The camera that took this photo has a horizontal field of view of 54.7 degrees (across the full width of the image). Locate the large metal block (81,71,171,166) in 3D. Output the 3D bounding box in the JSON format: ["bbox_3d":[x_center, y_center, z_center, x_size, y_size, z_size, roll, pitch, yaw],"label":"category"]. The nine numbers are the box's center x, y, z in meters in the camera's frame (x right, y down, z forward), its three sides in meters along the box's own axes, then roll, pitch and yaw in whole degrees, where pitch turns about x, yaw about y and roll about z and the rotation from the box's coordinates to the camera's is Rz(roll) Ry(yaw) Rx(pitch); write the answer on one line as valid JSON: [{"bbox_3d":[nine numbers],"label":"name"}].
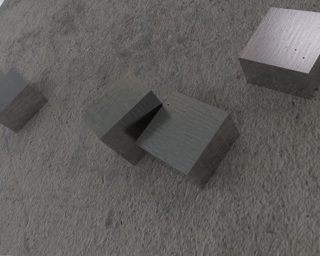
[{"bbox_3d":[-0.036,-0.010,0.394,0.080,0.080,0.050,-44,51,-2],"label":"large metal block"}]

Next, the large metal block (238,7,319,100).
[{"bbox_3d":[0.152,-0.089,0.362,0.080,0.050,0.080,25,75,36],"label":"large metal block"}]

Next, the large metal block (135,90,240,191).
[{"bbox_3d":[0.032,0.013,0.363,0.080,0.050,0.080,28,77,37],"label":"large metal block"}]

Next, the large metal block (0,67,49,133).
[{"bbox_3d":[-0.261,-0.051,0.557,0.080,0.050,0.080,-48,51,-6],"label":"large metal block"}]
